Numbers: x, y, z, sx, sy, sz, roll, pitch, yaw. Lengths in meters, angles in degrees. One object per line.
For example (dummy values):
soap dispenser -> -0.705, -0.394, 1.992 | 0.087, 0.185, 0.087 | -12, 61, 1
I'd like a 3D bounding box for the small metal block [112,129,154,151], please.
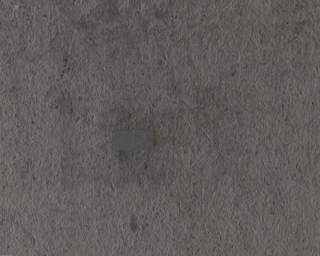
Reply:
small metal block -> -0.033, 0.014, 0.397 | 0.050, 0.050, 0.025 | 0, 90, 0
